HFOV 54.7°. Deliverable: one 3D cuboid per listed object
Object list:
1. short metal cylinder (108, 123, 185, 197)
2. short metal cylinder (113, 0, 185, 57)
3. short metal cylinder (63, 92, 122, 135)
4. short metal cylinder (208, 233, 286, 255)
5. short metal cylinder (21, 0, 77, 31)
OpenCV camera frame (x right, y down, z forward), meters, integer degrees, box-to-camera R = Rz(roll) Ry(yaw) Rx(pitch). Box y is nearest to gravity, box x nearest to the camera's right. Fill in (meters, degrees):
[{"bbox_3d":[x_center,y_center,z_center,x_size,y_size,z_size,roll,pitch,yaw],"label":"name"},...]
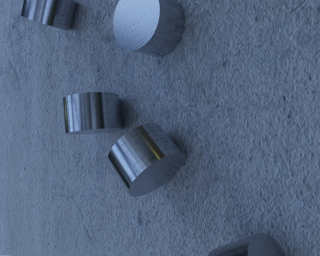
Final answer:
[{"bbox_3d":[-0.016,0.040,0.383,0.050,0.081,0.080,52,120,27],"label":"short metal cylinder"},{"bbox_3d":[-0.015,-0.136,0.401,0.080,0.050,0.080,0,90,40],"label":"short metal cylinder"},{"bbox_3d":[-0.098,-0.019,0.450,0.080,0.081,0.050,-9,84,39],"label":"short metal cylinder"},{"bbox_3d":[0.088,0.148,0.296,0.050,0.081,0.080,-36,68,34],"label":"short metal cylinder"},{"bbox_3d":[-0.187,-0.202,0.524,0.080,0.081,0.050,30,109,36],"label":"short metal cylinder"}]
